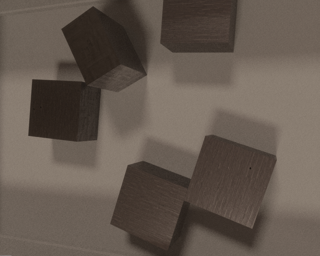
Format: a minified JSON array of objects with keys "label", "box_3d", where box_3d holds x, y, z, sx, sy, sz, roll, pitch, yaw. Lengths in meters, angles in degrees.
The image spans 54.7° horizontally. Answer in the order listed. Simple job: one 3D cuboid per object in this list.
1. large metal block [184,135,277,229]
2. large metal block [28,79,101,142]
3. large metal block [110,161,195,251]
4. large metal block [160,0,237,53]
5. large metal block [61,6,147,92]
[{"label":"large metal block","box_3d":[0.084,0.059,0.367,0.080,0.050,0.080,19,96,18]},{"label":"large metal block","box_3d":[-0.135,-0.025,0.443,0.080,0.050,0.079,5,92,19]},{"label":"large metal block","box_3d":[-0.007,0.096,0.399,0.080,0.050,0.080,19,96,18]},{"label":"large metal block","box_3d":[0.049,-0.138,0.379,0.080,0.050,0.079,5,92,19]},{"label":"large metal block","box_3d":[-0.069,-0.098,0.405,0.050,0.080,0.080,-28,81,17]}]
